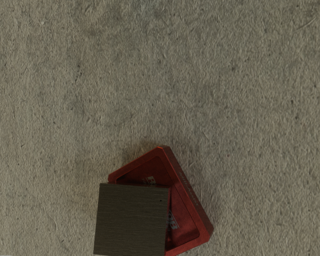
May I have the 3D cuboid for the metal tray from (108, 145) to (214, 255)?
[{"bbox_3d":[-0.001,0.099,0.406,0.090,0.030,0.130,-31,80,17],"label":"metal tray"}]

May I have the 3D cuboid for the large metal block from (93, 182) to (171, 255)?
[{"bbox_3d":[-0.031,0.109,0.377,0.080,0.050,0.080,3,82,6],"label":"large metal block"}]
